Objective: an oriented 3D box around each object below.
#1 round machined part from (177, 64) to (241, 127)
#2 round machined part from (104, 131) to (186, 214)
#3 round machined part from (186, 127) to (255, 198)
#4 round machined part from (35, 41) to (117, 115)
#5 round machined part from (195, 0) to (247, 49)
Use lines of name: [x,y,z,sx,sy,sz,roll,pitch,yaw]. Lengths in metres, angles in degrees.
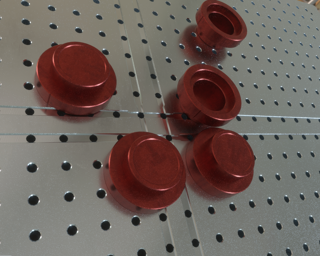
round machined part: [0.069,-0.044,0.463,0.099,0.042,0.098,14,56,-21]
round machined part: [-0.012,0.047,0.364,0.099,0.042,0.098,14,56,-21]
round machined part: [0.089,0.041,0.422,0.099,0.042,0.098,14,56,-21]
round machined part: [-0.101,-0.068,0.385,0.099,0.042,0.098,14,56,-21]
round machined part: [0.107,-0.185,0.571,0.099,0.042,0.098,14,56,-21]
